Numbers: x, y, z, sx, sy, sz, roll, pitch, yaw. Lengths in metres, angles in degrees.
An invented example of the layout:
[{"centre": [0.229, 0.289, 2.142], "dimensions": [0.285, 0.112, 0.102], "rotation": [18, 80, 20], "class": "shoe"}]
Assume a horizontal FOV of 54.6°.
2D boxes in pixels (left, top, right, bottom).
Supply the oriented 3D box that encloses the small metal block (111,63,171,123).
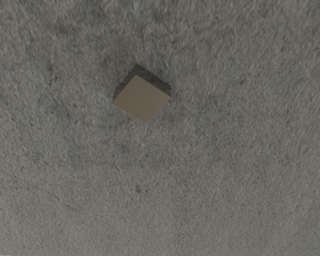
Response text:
[{"centre": [-0.022, -0.040, 0.372], "dimensions": [0.050, 0.025, 0.050], "rotation": [31, 124, -24], "class": "small metal block"}]
